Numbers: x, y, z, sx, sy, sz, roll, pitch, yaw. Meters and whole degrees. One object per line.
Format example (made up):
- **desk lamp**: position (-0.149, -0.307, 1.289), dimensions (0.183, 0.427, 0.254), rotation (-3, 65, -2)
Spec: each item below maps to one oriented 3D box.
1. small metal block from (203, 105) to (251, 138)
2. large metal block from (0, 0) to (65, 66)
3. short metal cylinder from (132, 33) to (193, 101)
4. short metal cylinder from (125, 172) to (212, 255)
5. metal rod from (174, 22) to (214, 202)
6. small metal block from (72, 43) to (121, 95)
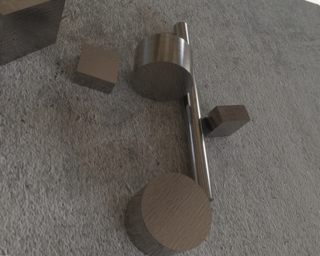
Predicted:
- **small metal block**: position (0.091, -0.009, 0.442), dimensions (0.050, 0.050, 0.025), rotation (-4, 64, -30)
- **large metal block**: position (-0.164, -0.130, 0.359), dimensions (0.050, 0.080, 0.080), rotation (46, 51, 3)
- **short metal cylinder**: position (0.004, -0.080, 0.419), dimensions (0.081, 0.080, 0.050), rotation (15, 56, -20)
- **short metal cylinder**: position (0.008, 0.094, 0.335), dimensions (0.081, 0.050, 0.080), rotation (14, 56, -21)
- **metal rod**: position (0.044, -0.041, 0.452), dimensions (0.025, 0.025, 0.299), rotation (10, 57, -23)
- **small metal block**: position (-0.082, -0.078, 0.407), dimensions (0.050, 0.025, 0.050), rotation (17, 55, -19)
